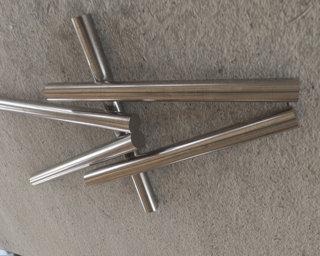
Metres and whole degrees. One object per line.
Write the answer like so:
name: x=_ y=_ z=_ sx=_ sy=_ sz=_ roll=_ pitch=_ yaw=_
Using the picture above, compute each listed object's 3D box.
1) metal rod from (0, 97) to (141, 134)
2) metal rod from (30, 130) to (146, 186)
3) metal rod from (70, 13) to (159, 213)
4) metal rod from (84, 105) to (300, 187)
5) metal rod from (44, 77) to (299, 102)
metal rod: x=-0.160 y=-0.025 z=0.457 sx=0.300 sy=0.025 sz=0.025 roll=9 pitch=122 yaw=30
metal rod: x=-0.132 y=0.056 z=0.492 sx=0.299 sy=0.025 sz=0.025 roll=-22 pitch=107 yaw=41
metal rod: x=-0.055 y=-0.005 z=0.433 sx=0.025 sy=0.025 sz=0.298 roll=-3 pitch=117 yaw=29
metal rod: x=0.019 y=0.032 z=0.397 sx=0.300 sy=0.025 sz=0.025 roll=-20 pitch=108 yaw=28
metal rod: x=-0.003 y=-0.043 z=0.361 sx=0.301 sy=0.025 sz=0.025 roll=2 pitch=120 yaw=19
